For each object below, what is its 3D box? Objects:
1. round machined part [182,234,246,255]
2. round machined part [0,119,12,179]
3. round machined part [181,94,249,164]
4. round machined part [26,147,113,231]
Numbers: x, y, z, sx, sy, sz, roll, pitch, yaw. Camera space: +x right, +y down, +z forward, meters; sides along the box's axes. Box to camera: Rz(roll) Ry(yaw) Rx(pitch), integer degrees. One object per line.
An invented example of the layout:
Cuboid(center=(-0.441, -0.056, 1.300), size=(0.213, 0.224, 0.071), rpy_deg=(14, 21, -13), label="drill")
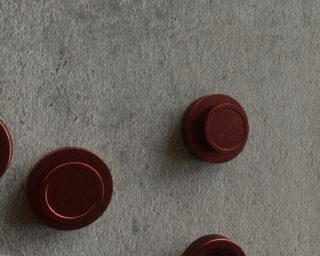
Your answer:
Cuboid(center=(0.068, 0.194, 0.425), size=(0.099, 0.042, 0.097), rpy_deg=(0, 90, -20), label="round machined part")
Cuboid(center=(-0.208, 0.023, 0.323), size=(0.099, 0.042, 0.097), rpy_deg=(0, 90, -20), label="round machined part")
Cuboid(center=(0.083, 0.001, 0.430), size=(0.099, 0.042, 0.097), rpy_deg=(0, 90, -20), label="round machined part")
Cuboid(center=(-0.103, 0.072, 0.362), size=(0.099, 0.042, 0.097), rpy_deg=(0, 90, -20), label="round machined part")
